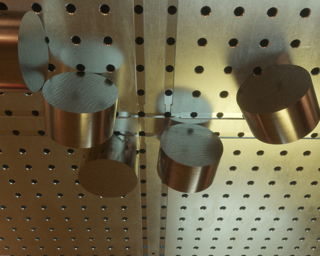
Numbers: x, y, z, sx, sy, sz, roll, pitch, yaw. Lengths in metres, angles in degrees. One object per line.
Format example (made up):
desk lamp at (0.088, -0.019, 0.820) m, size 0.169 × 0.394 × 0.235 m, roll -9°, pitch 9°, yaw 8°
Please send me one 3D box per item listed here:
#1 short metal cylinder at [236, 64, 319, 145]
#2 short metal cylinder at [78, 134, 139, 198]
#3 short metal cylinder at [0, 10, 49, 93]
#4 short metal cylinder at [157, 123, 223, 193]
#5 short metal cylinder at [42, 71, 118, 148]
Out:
short metal cylinder at (0.135, -0.028, 0.354) m, size 0.080 × 0.080 × 0.050 m, roll -23°, pitch 127°, yaw 18°
short metal cylinder at (-0.071, 0.054, 0.440) m, size 0.081 × 0.050 × 0.079 m, roll 0°, pitch 130°, yaw 0°
short metal cylinder at (-0.150, -0.075, 0.309) m, size 0.050 × 0.080 × 0.079 m, roll 1°, pitch 130°, yaw -2°
short metal cylinder at (0.038, 0.038, 0.409) m, size 0.081 × 0.080 × 0.050 m, roll 4°, pitch 130°, yaw -4°
short metal cylinder at (-0.091, -0.022, 0.355) m, size 0.081 × 0.080 × 0.050 m, roll 8°, pitch 130°, yaw -7°
